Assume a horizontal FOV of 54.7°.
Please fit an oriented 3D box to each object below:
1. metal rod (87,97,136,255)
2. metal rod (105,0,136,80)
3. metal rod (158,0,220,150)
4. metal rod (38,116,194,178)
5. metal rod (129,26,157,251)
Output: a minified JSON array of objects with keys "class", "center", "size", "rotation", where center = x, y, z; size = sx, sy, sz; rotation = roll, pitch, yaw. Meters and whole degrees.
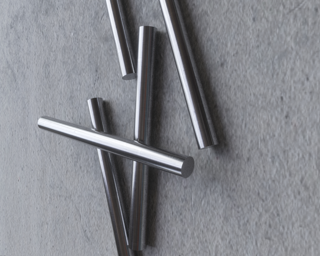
[{"class":"metal rod","center":[-0.067,0.099,0.457],"size":[0.025,0.025,0.299],"rotation":[-22,76,37]},{"class":"metal rod","center":[-0.075,-0.215,0.463],"size":[0.025,0.025,0.299],"rotation":[-22,77,37]},{"class":"metal rod","center":[0.021,-0.120,0.385],"size":[0.025,0.025,0.299],"rotation":[-22,76,37]},{"class":"metal rod","center":[-0.083,0.017,0.437],"size":[0.300,0.025,0.025],"rotation":[13,98,39]},{"class":"metal rod","center":[-0.023,0.015,0.422],"size":[0.025,0.025,0.298],"rotation":[5,93,39]}]
